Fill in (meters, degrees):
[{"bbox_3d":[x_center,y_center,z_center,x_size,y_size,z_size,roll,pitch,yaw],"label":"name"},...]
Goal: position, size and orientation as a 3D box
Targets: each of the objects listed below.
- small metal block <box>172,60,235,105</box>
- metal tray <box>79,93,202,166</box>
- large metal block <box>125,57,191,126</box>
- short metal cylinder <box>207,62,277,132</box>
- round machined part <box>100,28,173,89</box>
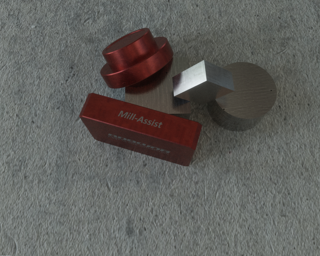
[{"bbox_3d":[0.051,-0.052,0.367,0.050,0.050,0.025,11,67,-41],"label":"small metal block"},{"bbox_3d":[-0.021,0.005,0.372,0.131,0.090,0.030,16,71,5],"label":"metal tray"},{"bbox_3d":[-0.004,-0.046,0.414,0.081,0.050,0.080,-1,70,-1],"label":"large metal block"},{"bbox_3d":[0.106,-0.040,0.412,0.081,0.050,0.080,0,70,0],"label":"short metal cylinder"},{"bbox_3d":[-0.036,-0.096,0.405,0.098,0.098,0.042,-35,118,-12],"label":"round machined part"}]
